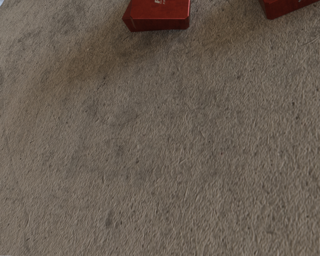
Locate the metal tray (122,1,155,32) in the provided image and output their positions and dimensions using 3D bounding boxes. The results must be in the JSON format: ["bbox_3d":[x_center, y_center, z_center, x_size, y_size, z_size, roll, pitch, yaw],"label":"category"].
[{"bbox_3d":[-0.002,-0.229,0.543,0.090,0.030,0.130,7,65,31],"label":"metal tray"}]

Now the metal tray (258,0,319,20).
[{"bbox_3d":[0.199,-0.212,0.426,0.130,0.030,0.090,-19,54,17],"label":"metal tray"}]

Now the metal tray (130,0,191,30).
[{"bbox_3d":[0.005,-0.224,0.500,0.090,0.030,0.129,3,75,8],"label":"metal tray"}]
